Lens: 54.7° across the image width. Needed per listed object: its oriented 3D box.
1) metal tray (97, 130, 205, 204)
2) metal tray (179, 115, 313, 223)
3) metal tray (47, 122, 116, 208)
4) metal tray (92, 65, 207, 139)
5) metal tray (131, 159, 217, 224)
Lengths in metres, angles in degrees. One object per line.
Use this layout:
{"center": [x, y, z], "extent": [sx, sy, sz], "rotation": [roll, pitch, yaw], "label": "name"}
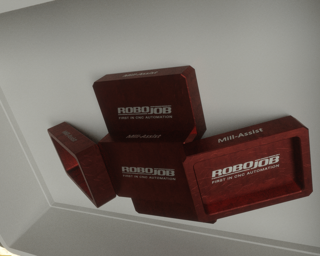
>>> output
{"center": [-0.010, 0.050, 0.400], "extent": [0.130, 0.030, 0.089], "rotation": [-1, 118, 28], "label": "metal tray"}
{"center": [0.095, 0.047, 0.342], "extent": [0.131, 0.030, 0.089], "rotation": [-15, 115, 2], "label": "metal tray"}
{"center": [-0.118, 0.050, 0.457], "extent": [0.130, 0.030, 0.089], "rotation": [24, 135, 51], "label": "metal tray"}
{"center": [-0.014, -0.026, 0.393], "extent": [0.130, 0.030, 0.089], "rotation": [-1, 118, 28], "label": "metal tray"}
{"center": [0.016, 0.087, 0.447], "extent": [0.130, 0.030, 0.089], "rotation": [-1, 118, 28], "label": "metal tray"}
